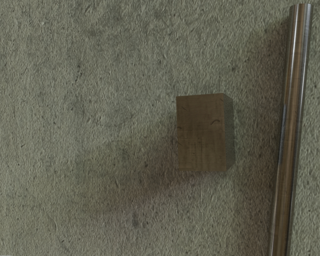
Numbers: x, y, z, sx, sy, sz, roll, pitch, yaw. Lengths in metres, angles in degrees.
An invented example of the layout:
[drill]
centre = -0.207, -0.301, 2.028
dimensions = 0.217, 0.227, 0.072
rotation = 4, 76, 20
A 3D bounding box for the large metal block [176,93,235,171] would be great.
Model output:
[large metal block]
centre = 0.056, 0.005, 0.360
dimensions = 0.050, 0.080, 0.080
rotation = -2, 89, 20

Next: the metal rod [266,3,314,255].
[metal rod]
centre = 0.149, 0.012, 0.356
dimensions = 0.025, 0.025, 0.298
rotation = 5, 92, 20
